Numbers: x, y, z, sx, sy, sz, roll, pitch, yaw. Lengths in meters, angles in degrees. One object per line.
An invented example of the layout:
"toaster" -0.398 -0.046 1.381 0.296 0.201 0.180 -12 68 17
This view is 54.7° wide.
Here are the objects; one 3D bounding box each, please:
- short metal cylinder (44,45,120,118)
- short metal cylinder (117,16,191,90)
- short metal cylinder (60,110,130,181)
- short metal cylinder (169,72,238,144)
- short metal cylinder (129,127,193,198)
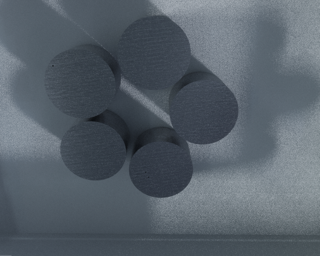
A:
"short metal cylinder" -0.090 -0.057 0.374 0.081 0.050 0.079 0 110 0
"short metal cylinder" -0.006 -0.089 0.363 0.081 0.050 0.079 0 110 0
"short metal cylinder" -0.082 0.021 0.403 0.081 0.050 0.079 0 110 0
"short metal cylinder" 0.052 -0.026 0.387 0.081 0.050 0.079 0 110 0
"short metal cylinder" 0.001 0.045 0.412 0.081 0.050 0.079 0 110 0
